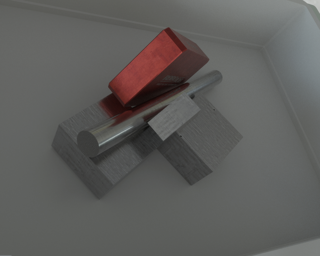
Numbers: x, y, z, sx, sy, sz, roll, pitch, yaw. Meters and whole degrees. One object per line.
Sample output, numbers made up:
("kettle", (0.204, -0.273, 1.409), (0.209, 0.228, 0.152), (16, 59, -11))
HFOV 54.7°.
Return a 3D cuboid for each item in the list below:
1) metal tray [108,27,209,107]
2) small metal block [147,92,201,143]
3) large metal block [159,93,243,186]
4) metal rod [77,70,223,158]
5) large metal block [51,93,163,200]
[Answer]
("metal tray", (0.005, -0.068, 0.373), (0.030, 0.090, 0.131), (52, 19, 7))
("small metal block", (0.016, -0.009, 0.341), (0.050, 0.050, 0.025), (-40, 83, -2))
("large metal block", (0.048, 0.014, 0.407), (0.080, 0.050, 0.080), (47, 51, 5))
("metal rod", (0.014, -0.034, 0.386), (0.025, 0.025, 0.302), (49, 36, 6))
("large metal block", (-0.058, 0.018, 0.344), (0.080, 0.050, 0.080), (47, 51, 5))
